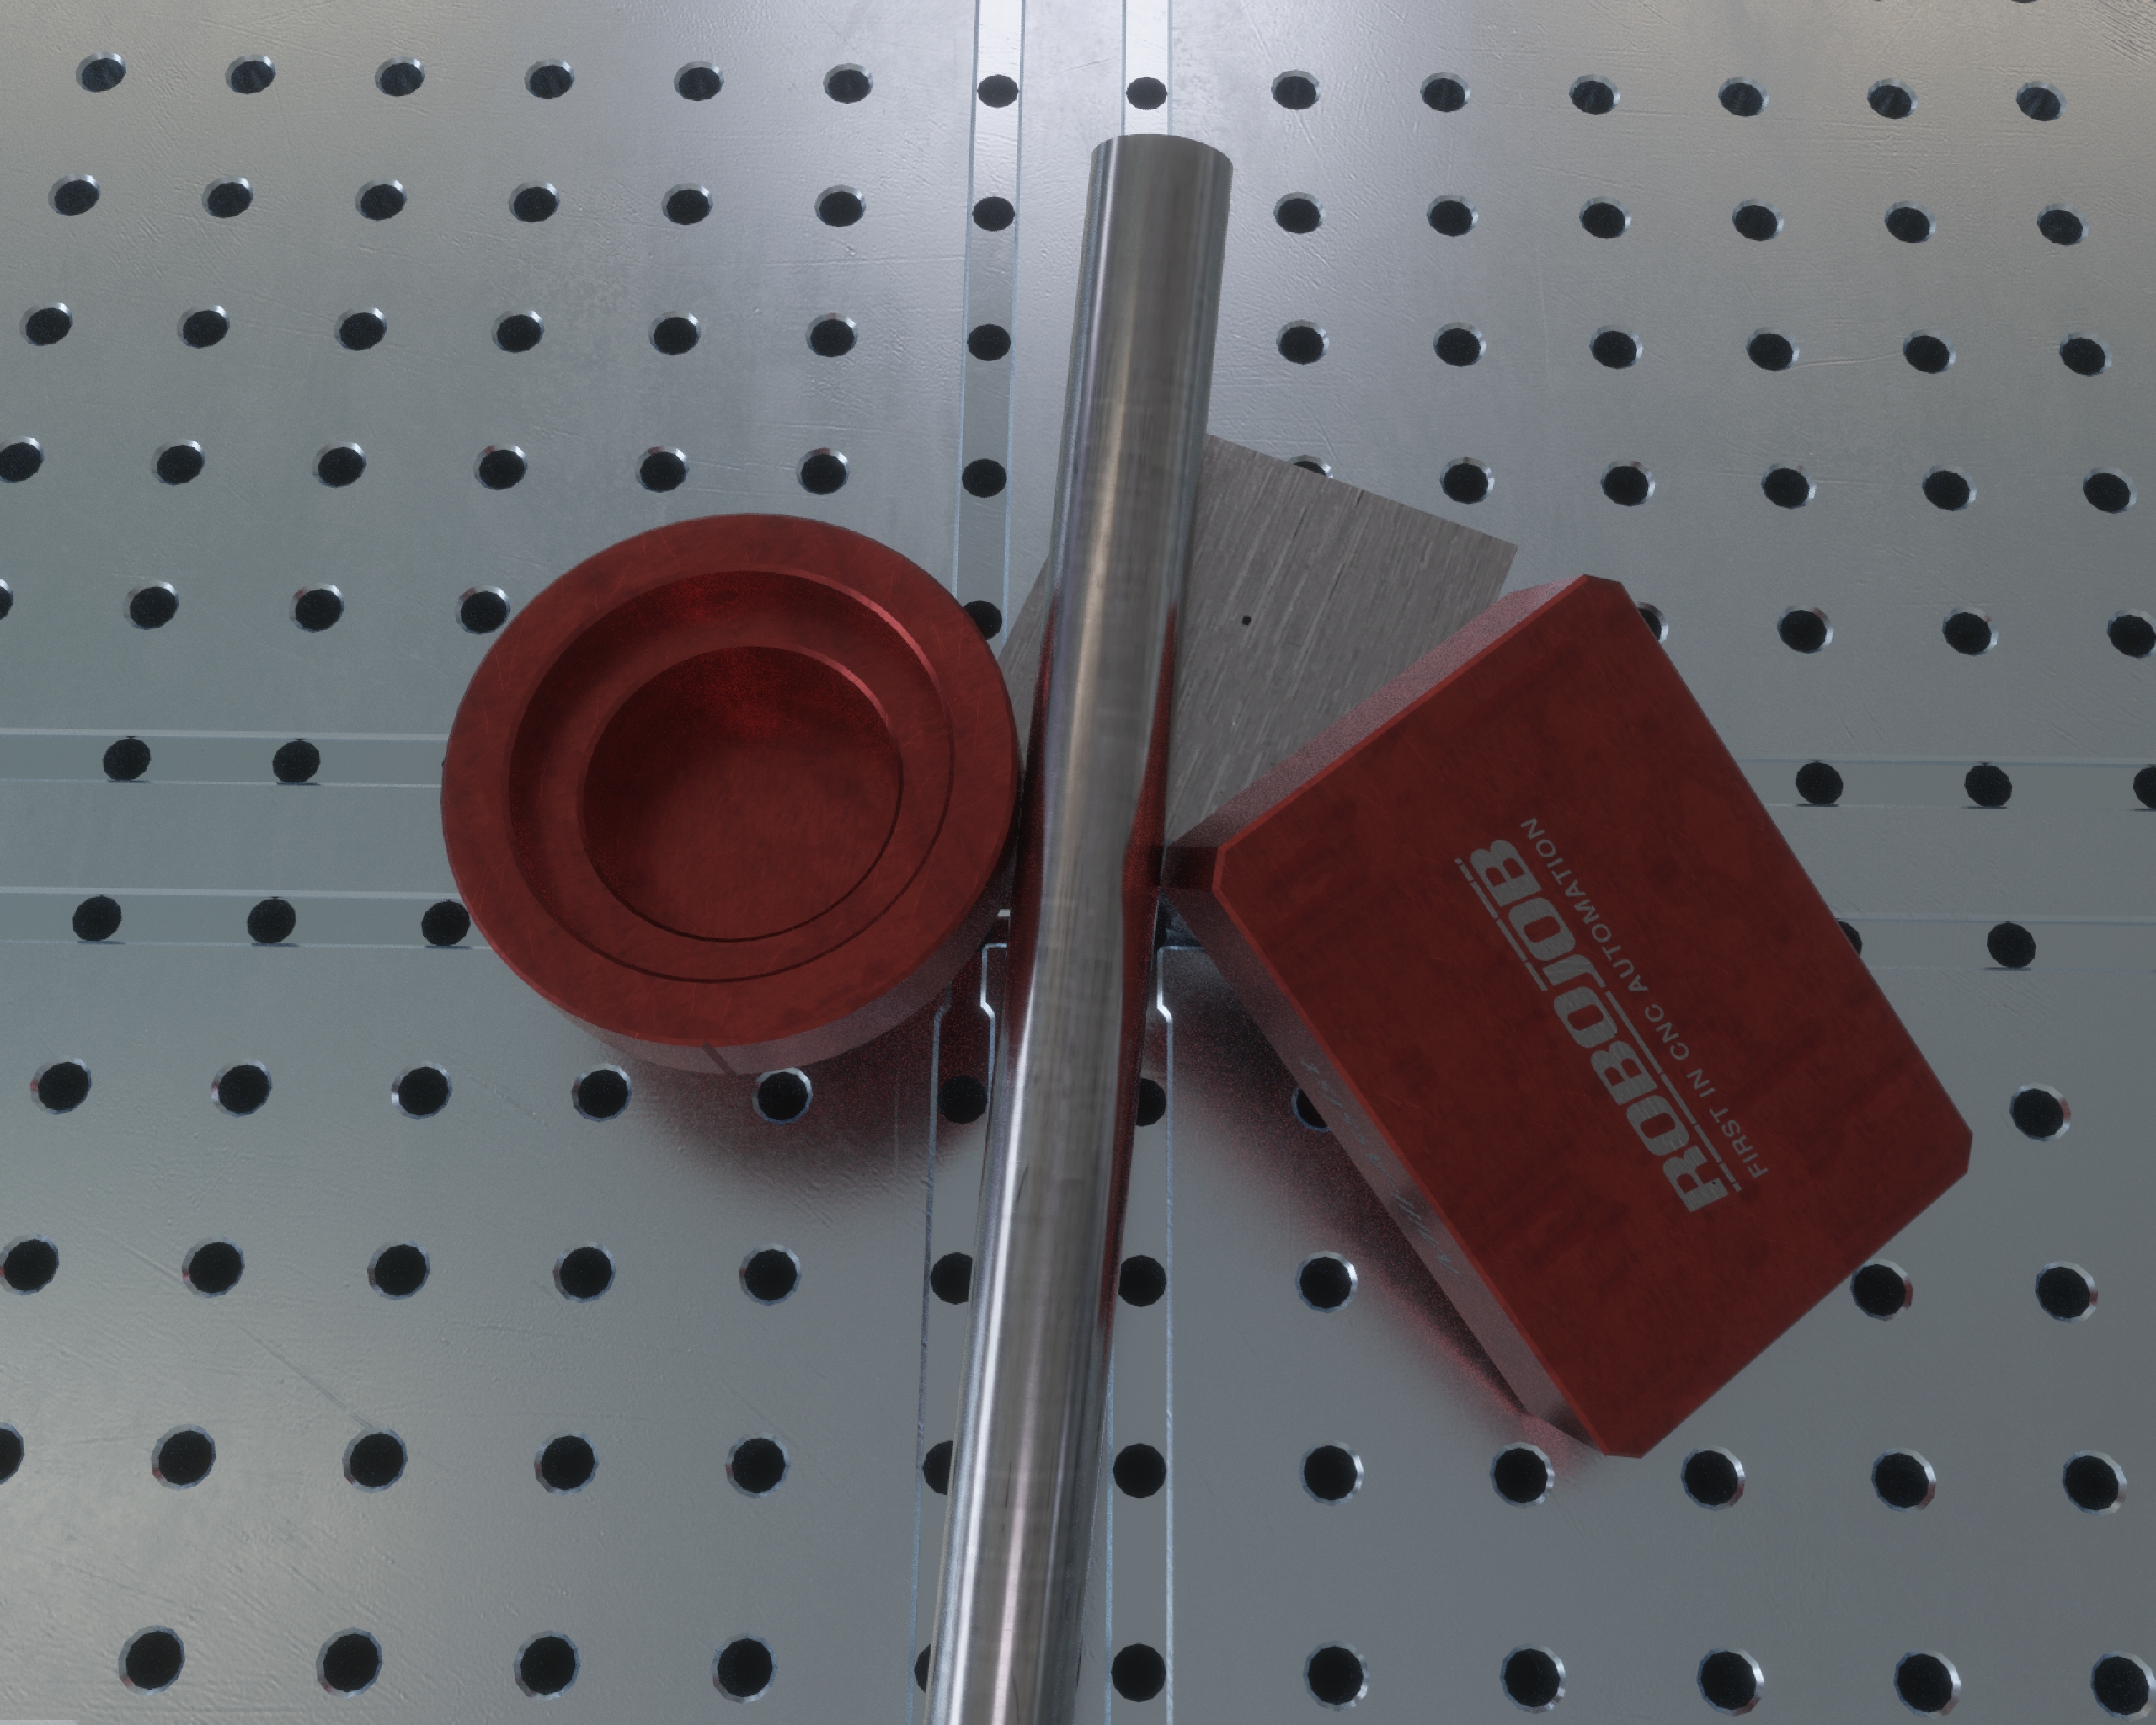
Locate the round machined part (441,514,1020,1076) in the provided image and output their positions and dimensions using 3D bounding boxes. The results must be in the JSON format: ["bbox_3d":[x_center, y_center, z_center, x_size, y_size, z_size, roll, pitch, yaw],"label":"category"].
[{"bbox_3d":[-0.058,-0.009,0.373,0.099,0.042,0.098,-1,71,3],"label":"round machined part"}]

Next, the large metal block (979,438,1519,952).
[{"bbox_3d":[0.030,-0.031,0.407,0.080,0.050,0.080,22,71,7],"label":"large metal block"}]

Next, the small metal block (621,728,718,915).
[{"bbox_3d":[-0.073,-0.011,0.412,0.050,0.025,0.050,-21,72,-8],"label":"small metal block"}]

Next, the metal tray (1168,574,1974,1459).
[{"bbox_3d":[0.088,0.027,0.369,0.090,0.030,0.130,-37,99,-12],"label":"metal tray"}]

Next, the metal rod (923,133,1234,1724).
[{"bbox_3d":[-0.001,0.025,0.356,0.025,0.025,0.298,6,86,2],"label":"metal rod"}]
